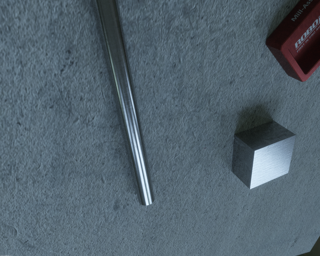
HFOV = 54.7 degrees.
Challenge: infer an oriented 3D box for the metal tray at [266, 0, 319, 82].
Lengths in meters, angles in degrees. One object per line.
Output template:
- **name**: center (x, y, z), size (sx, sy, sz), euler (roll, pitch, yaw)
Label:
- **metal tray**: center (0.221, -0.142, 0.439), size (0.090, 0.030, 0.130), euler (34, 99, -39)

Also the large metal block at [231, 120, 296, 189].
- **large metal block**: center (0.169, 0.043, 0.513), size (0.081, 0.050, 0.079), euler (-18, 126, -19)

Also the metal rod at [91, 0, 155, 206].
- **metal rod**: center (-0.038, -0.015, 0.378), size (0.025, 0.025, 0.298), euler (-20, 127, -17)
